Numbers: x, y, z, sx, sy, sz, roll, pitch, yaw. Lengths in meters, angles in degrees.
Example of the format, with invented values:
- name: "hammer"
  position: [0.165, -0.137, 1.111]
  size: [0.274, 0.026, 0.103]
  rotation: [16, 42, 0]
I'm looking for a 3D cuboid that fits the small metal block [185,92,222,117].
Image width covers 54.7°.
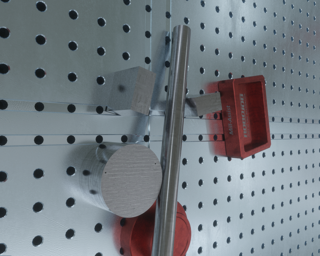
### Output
- name: "small metal block"
  position: [0.050, -0.032, 0.434]
  size: [0.050, 0.050, 0.025]
  rotation: [-16, 100, -39]

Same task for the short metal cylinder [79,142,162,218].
- name: "short metal cylinder"
  position: [-0.044, 0.057, 0.356]
  size: [0.081, 0.050, 0.080]
  rotation: [0, 90, -40]

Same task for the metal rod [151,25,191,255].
- name: "metal rod"
  position: [0.016, 0.005, 0.392]
  size: [0.025, 0.025, 0.299]
  rotation: [20, 68, -38]

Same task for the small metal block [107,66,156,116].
- name: "small metal block"
  position: [-0.034, -0.041, 0.364]
  size: [0.025, 0.050, 0.050]
  rotation: [18, 79, -39]

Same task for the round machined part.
- name: "round machined part"
  position: [0.002, 0.139, 0.400]
  size: [0.099, 0.042, 0.097]
  rotation: [0, 90, -40]

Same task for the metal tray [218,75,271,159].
- name: "metal tray"
  position: [0.147, -0.021, 0.528]
  size: [0.091, 0.030, 0.129]
  rotation: [-14, 99, -39]
